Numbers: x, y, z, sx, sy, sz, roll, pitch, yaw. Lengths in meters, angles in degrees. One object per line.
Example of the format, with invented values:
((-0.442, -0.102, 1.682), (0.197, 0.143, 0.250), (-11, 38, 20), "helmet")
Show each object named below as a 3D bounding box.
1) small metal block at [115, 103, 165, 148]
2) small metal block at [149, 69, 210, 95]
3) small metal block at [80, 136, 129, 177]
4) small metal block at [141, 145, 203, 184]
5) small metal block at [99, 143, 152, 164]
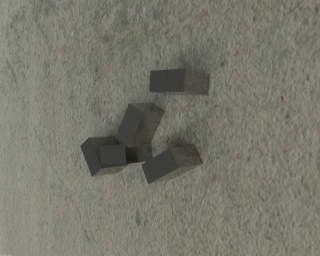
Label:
((-0.025, -0.005, 0.405), (0.025, 0.050, 0.050), (32, 110, 24), "small metal block")
((0.023, -0.053, 0.368), (0.050, 0.050, 0.025), (6, 94, 39), "small metal block")
((-0.081, 0.040, 0.453), (0.025, 0.050, 0.050), (-40, 66, 33), "small metal block")
((0.015, 0.044, 0.375), (0.050, 0.050, 0.025), (-34, 70, 35), "small metal block")
((-0.047, 0.035, 0.425), (0.050, 0.050, 0.025), (-6, 87, 39), "small metal block")
